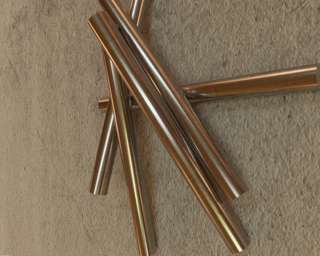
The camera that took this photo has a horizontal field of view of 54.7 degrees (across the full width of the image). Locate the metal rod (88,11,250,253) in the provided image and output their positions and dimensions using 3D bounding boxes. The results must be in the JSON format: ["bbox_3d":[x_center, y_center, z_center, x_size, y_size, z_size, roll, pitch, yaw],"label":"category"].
[{"bbox_3d":[0.008,0.001,0.345,0.025,0.025,0.299,-35,86,35],"label":"metal rod"}]

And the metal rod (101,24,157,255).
[{"bbox_3d":[-0.040,0.022,0.399,0.025,0.025,0.298,-2,100,40],"label":"metal rod"}]

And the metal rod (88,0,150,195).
[{"bbox_3d":[-0.051,-0.060,0.417,0.025,0.025,0.298,11,88,39],"label":"metal rod"}]

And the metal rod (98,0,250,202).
[{"bbox_3d":[0.006,-0.051,0.364,0.025,0.025,0.299,-43,69,31],"label":"metal rod"}]

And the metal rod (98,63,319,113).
[{"bbox_3d":[0.031,-0.041,0.379,0.300,0.025,0.025,-3,88,40],"label":"metal rod"}]
